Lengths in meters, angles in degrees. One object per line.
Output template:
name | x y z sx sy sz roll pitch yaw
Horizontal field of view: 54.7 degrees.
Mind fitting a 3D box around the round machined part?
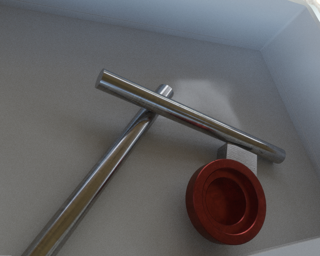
round machined part | 0.075 0.089 0.375 0.099 0.042 0.098 8 69 -20

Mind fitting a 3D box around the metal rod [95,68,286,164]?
metal rod | 0.058 -0.007 0.420 0.302 0.025 0.025 22 53 -24

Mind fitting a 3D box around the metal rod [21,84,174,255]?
metal rod | -0.059 0.043 0.348 0.025 0.025 0.301 38 51 -3

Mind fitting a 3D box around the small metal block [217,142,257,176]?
small metal block | 0.107 0.054 0.432 0.050 0.025 0.050 24 53 -14
